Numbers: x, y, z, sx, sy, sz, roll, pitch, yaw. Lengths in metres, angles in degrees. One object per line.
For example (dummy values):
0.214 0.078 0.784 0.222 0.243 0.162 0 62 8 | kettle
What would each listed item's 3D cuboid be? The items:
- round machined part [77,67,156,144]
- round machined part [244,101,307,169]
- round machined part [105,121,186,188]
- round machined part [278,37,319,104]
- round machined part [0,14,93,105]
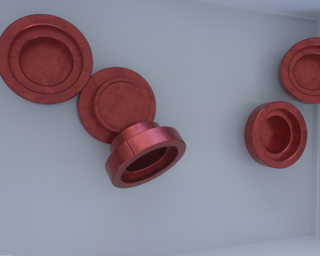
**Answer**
-0.051 -0.027 0.383 0.099 0.042 0.097 0 90 -21 | round machined part
0.167 0.010 0.465 0.099 0.042 0.097 0 90 -21 | round machined part
-0.021 0.028 0.375 0.099 0.097 0.042 -22 62 -19 | round machined part
0.233 -0.085 0.475 0.098 0.042 0.097 0 89 10 | round machined part
-0.129 -0.075 0.354 0.099 0.042 0.097 0 90 -20 | round machined part
